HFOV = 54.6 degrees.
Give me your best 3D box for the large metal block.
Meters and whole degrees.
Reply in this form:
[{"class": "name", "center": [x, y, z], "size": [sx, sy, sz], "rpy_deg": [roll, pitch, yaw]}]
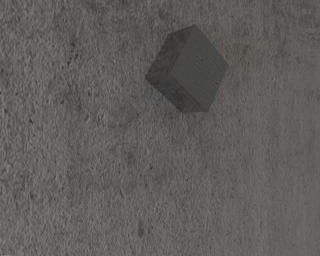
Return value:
[{"class": "large metal block", "center": [0.038, -0.077, 0.419], "size": [0.080, 0.050, 0.080], "rpy_deg": [40, 66, -33]}]
